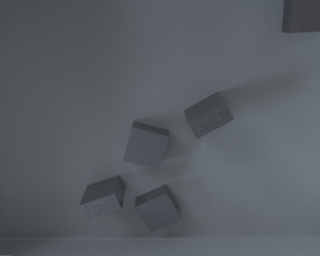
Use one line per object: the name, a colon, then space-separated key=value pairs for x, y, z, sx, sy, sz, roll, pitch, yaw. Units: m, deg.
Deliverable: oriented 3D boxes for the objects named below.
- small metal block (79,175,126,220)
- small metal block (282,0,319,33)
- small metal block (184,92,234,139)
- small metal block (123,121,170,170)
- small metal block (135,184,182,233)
small metal block: x=-0.079 y=0.096 z=0.432 sx=0.050 sy=0.050 sz=0.025 roll=-19 pitch=109 yaw=6
small metal block: x=0.174 y=-0.139 z=0.363 sx=0.050 sy=0.025 sz=0.050 roll=-3 pitch=110 yaw=0
small metal block: x=0.060 y=-0.017 z=0.393 sx=0.050 sy=0.050 sz=0.025 roll=-29 pitch=108 yaw=10
small metal block: x=-0.019 y=0.023 z=0.420 sx=0.050 sy=0.025 sz=0.050 roll=14 pitch=109 yaw=-6
small metal block: x=-0.002 y=0.118 z=0.455 sx=0.050 sy=0.025 sz=0.050 roll=-26 pitch=108 yaw=8
